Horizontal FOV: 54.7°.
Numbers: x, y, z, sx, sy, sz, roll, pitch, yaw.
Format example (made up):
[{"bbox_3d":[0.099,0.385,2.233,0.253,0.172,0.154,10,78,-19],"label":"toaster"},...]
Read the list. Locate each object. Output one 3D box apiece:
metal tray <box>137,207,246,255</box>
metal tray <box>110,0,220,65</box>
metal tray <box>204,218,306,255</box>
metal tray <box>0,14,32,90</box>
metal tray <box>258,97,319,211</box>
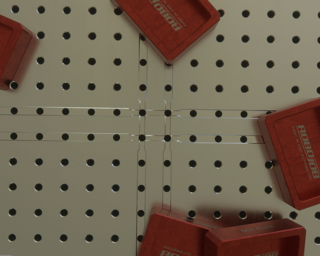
[{"bbox_3d":[0.039,0.169,0.412,0.131,0.030,0.090,17,90,-1],"label":"metal tray"},{"bbox_3d":[0.004,-0.162,0.410,0.090,0.030,0.130,-41,91,0],"label":"metal tray"},{"bbox_3d":[0.118,0.168,0.384,0.131,0.030,0.089,-1,97,-22],"label":"metal tray"},{"bbox_3d":[-0.251,-0.116,0.407,0.131,0.030,0.090,24,90,-1],"label":"metal tray"},{"bbox_3d":[0.197,0.033,0.413,0.090,0.030,0.129,-19,90,-1],"label":"metal tray"}]
